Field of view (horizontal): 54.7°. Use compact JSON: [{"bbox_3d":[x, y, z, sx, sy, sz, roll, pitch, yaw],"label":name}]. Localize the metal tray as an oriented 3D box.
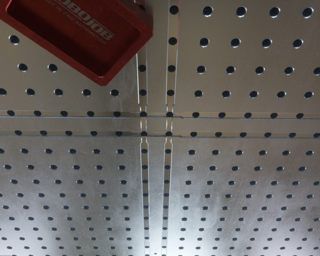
[{"bbox_3d":[-0.082,-0.111,0.312,0.130,0.030,0.090,34,122,-26],"label":"metal tray"}]
